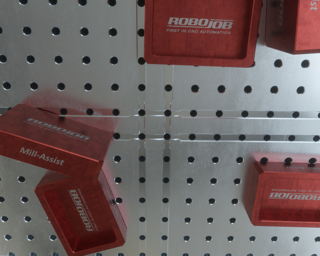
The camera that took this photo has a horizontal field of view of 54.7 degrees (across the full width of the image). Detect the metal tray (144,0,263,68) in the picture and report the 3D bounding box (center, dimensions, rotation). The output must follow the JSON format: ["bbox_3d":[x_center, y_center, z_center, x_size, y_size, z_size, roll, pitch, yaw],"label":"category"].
[{"bbox_3d":[0.048,-0.121,0.366,0.131,0.030,0.089,2,110,-1],"label":"metal tray"}]

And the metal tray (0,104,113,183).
[{"bbox_3d":[-0.130,0.015,0.382,0.131,0.090,0.030,19,109,-7],"label":"metal tray"}]

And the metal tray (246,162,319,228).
[{"bbox_3d":[0.199,0.098,0.449,0.131,0.030,0.089,2,110,-2],"label":"metal tray"}]

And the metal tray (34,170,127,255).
[{"bbox_3d":[-0.112,0.123,0.454,0.090,0.030,0.129,-16,110,5],"label":"metal tray"}]

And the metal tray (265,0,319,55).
[{"bbox_3d":[0.143,-0.149,0.326,0.030,0.090,0.129,-4,110,1],"label":"metal tray"}]
